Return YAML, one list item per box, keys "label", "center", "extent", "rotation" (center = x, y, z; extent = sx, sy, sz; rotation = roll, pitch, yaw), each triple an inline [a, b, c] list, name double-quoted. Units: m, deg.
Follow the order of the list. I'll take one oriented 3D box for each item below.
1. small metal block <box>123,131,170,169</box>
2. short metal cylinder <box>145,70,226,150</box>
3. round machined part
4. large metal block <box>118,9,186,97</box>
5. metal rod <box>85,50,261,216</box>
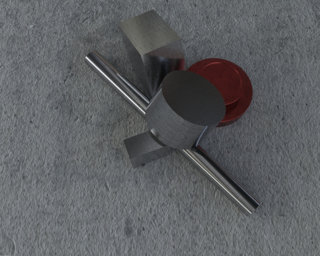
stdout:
- label: "small metal block"
  center: [-0.016, 0.025, 0.387]
  extent: [0.050, 0.050, 0.025]
  rotation: [-20, 71, -8]
- label: "short metal cylinder"
  center: [0.029, -0.021, 0.365]
  extent: [0.081, 0.050, 0.080]
  rotation: [14, 51, -18]
- label: "round machined part"
  center: [0.077, -0.054, 0.420]
  extent: [0.099, 0.042, 0.098]
  rotation: [0, 70, -1]
- label: "large metal block"
  center: [-0.007, -0.093, 0.403]
  extent: [0.050, 0.080, 0.080]
  rotation: [-26, 50, -8]
- label: "metal rod"
  center: [0.008, -0.002, 0.411]
  extent: [0.300, 0.025, 0.025]
  rotation: [43, 75, 14]
